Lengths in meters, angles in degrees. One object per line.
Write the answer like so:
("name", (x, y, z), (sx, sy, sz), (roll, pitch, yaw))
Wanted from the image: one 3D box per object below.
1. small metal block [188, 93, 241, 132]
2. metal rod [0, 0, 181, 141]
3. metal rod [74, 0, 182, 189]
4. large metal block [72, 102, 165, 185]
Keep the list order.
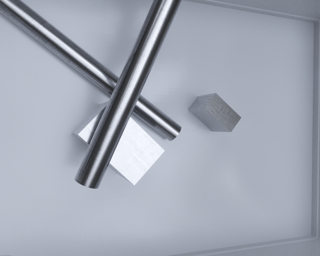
("small metal block", (0.074, -0.020, 0.426), (0.050, 0.050, 0.025), (41, 77, -16))
("metal rod", (-0.094, -0.080, 0.376), (0.301, 0.025, 0.025), (37, 78, -17))
("metal rod", (-0.011, -0.082, 0.301), (0.025, 0.025, 0.299), (24, 92, -19))
("large metal block", (-0.052, 0.015, 0.363), (0.080, 0.080, 0.050), (45, 76, -15))
